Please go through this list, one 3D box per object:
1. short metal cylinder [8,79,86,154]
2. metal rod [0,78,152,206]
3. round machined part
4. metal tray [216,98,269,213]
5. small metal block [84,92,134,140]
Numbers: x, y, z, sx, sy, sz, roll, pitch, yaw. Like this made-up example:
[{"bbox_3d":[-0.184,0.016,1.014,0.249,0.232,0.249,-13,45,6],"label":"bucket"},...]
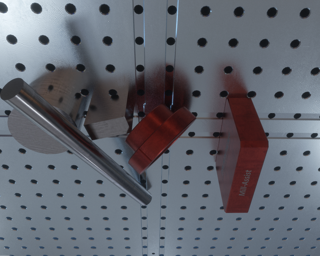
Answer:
[{"bbox_3d":[-0.136,-0.014,0.382,0.081,0.050,0.079,-1,130,0],"label":"short metal cylinder"},{"bbox_3d":[-0.079,0.041,0.394,0.025,0.025,0.300,-17,144,14],"label":"metal rod"},{"bbox_3d":[-0.005,0.008,0.381,0.042,0.099,0.097,45,122,5],"label":"round machined part"},{"bbox_3d":[0.101,0.037,0.402,0.030,0.090,0.129,0,130,0],"label":"metal tray"},{"bbox_3d":[-0.061,-0.015,0.382,0.050,0.050,0.025,-11,129,9],"label":"small metal block"}]
